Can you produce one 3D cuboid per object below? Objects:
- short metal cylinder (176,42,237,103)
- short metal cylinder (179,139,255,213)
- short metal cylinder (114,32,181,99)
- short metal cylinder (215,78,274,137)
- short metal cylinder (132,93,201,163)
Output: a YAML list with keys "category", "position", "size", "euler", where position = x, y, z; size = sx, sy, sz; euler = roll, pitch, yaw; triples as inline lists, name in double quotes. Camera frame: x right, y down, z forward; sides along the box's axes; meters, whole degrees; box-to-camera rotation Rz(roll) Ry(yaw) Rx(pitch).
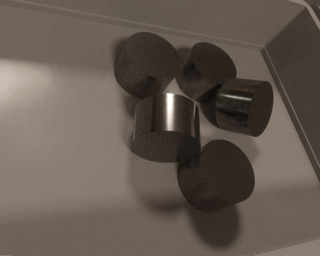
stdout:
- category: "short metal cylinder"
  position: [0.071, -0.086, 0.482]
  size: [0.081, 0.050, 0.080]
  euler: [14, 56, -21]
- category: "short metal cylinder"
  position: [0.071, 0.061, 0.391]
  size: [0.081, 0.050, 0.080]
  euler: [14, 57, -23]
- category: "short metal cylinder"
  position: [-0.018, -0.087, 0.434]
  size: [0.081, 0.050, 0.080]
  euler: [14, 56, -21]
- category: "short metal cylinder"
  position: [0.124, -0.031, 0.451]
  size: [0.081, 0.050, 0.079]
  euler: [-19, 116, -45]
- category: "short metal cylinder"
  position: [0.008, 0.002, 0.375]
  size: [0.081, 0.080, 0.050]
  euler: [14, 56, -21]
